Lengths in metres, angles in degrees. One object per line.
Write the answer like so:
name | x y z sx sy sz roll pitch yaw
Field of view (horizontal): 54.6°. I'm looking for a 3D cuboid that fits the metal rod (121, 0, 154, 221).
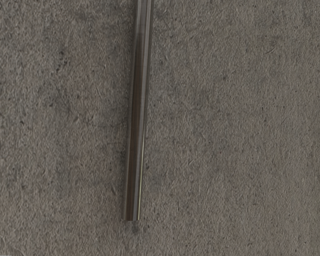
metal rod | -0.028 -0.034 0.398 0.025 0.025 0.298 4 89 -20
